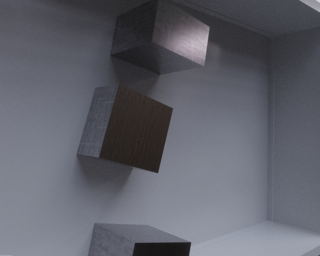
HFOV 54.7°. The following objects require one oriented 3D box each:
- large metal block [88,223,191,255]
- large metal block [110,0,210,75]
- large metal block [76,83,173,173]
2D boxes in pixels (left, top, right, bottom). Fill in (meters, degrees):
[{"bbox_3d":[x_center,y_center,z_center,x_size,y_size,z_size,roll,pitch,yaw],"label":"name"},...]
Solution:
[{"bbox_3d":[-0.025,0.144,0.352,0.081,0.080,0.050,17,79,-39],"label":"large metal block"},{"bbox_3d":[0.000,-0.105,0.372,0.081,0.080,0.050,14,81,-40],"label":"large metal block"},{"bbox_3d":[-0.039,0.003,0.360,0.080,0.050,0.080,22,76,-38],"label":"large metal block"}]
